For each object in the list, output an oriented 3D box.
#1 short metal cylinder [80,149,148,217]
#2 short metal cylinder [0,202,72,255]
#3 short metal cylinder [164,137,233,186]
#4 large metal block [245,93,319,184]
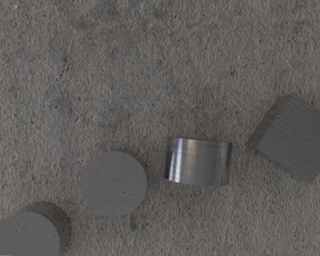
[{"bbox_3d":[-0.056,0.067,0.397,0.081,0.050,0.079,0,90,0],"label":"short metal cylinder"},{"bbox_3d":[-0.160,0.140,0.396,0.081,0.050,0.079,0,90,0],"label":"short metal cylinder"},{"bbox_3d":[0.047,0.039,0.383,0.081,0.080,0.050,5,90,0],"label":"short metal cylinder"},{"bbox_3d":[0.172,0.013,0.399,0.080,0.050,0.080,34,90,0],"label":"large metal block"}]
